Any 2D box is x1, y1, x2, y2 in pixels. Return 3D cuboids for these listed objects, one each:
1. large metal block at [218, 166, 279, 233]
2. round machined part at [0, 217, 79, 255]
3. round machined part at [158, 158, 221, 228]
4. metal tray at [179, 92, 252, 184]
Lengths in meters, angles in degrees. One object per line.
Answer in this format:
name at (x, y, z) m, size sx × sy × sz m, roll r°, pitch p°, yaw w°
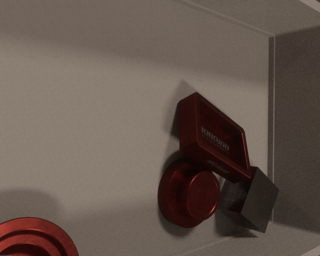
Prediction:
large metal block at (0.147, 0.117, 0.517) m, size 0.080 × 0.050 × 0.080 m, roll 42°, pitch 65°, yaw -32°
round machined part at (-0.125, 0.134, 0.275) m, size 0.099 × 0.042 × 0.098 m, roll 22°, pitch 50°, yaw -29°
round machined part at (0.048, 0.092, 0.438) m, size 0.099 × 0.042 × 0.097 m, roll 0°, pitch 90°, yaw -40°
metal tray at (0.081, 0.017, 0.451) m, size 0.130 × 0.030 × 0.090 m, roll 32°, pitch 45°, yaw -36°
